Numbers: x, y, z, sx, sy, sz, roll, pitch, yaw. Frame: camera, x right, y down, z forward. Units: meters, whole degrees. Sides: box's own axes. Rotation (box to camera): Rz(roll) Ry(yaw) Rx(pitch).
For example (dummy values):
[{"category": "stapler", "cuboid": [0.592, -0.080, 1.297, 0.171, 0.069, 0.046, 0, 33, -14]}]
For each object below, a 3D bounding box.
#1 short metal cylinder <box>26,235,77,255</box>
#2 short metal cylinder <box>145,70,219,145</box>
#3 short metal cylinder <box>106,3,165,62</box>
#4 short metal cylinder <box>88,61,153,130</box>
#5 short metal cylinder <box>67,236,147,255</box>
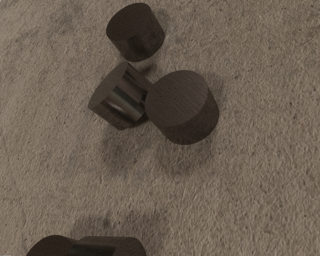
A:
[{"category": "short metal cylinder", "cuboid": [-0.108, 0.164, 0.342, 0.080, 0.050, 0.080, -13, 56, 20]}, {"category": "short metal cylinder", "cuboid": [0.028, -0.025, 0.388, 0.080, 0.050, 0.080, -13, 57, 20]}, {"category": "short metal cylinder", "cuboid": [-0.039, -0.154, 0.501, 0.080, 0.050, 0.080, -13, 56, 20]}, {"category": "short metal cylinder", "cuboid": [-0.052, -0.043, 0.420, 0.080, 0.050, 0.080, -38, 28, 25]}, {"category": "short metal cylinder", "cuboid": [-0.052, 0.149, 0.303, 0.050, 0.080, 0.080, -8, 59, 24]}]
